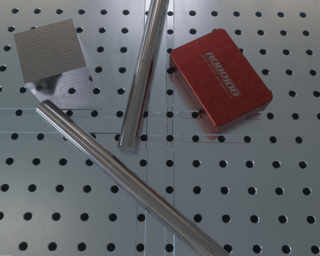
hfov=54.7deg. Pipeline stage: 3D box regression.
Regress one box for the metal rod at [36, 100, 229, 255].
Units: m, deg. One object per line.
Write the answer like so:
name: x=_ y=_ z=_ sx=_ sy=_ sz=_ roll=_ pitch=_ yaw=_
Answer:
metal rod: x=-0.043 y=0.063 z=0.388 sx=0.300 sy=0.025 sz=0.025 roll=38 pitch=74 yaw=12

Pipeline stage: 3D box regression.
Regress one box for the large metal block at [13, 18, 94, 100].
large metal block: x=-0.146 y=-0.095 z=0.432 sx=0.080 sy=0.050 sz=0.080 roll=-18 pitch=71 yaw=-7

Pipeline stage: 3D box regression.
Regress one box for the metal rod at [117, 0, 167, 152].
metal rod: x=-0.017 y=-0.112 z=0.452 sx=0.025 sy=0.025 sz=0.299 roll=9 pitch=70 yaw=3

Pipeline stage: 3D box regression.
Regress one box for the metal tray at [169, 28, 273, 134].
metal tray: x=0.082 y=-0.068 z=0.434 sx=0.090 sy=0.030 sz=0.130 roll=-27 pitch=72 yaw=-10
